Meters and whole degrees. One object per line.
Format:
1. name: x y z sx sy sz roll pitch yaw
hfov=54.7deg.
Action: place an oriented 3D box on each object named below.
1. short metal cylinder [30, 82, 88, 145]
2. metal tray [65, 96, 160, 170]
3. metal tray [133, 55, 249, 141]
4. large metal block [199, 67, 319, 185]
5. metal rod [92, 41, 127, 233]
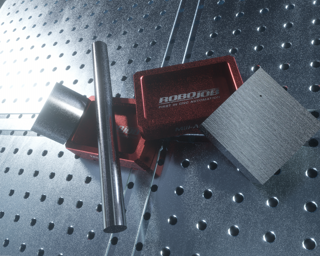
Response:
1. short metal cylinder: -0.149 -0.022 0.461 0.080 0.050 0.080 -49 23 31
2. metal tray: -0.062 0.003 0.435 0.130 0.030 0.090 7 65 31
3. metal tray: 0.036 -0.039 0.386 0.131 0.030 0.090 -10 56 3
4. large metal block: 0.098 0.000 0.318 0.080 0.050 0.080 -44 82 -2
5. metal rod: -0.073 -0.012 0.415 0.025 0.025 0.299 -23 53 15
